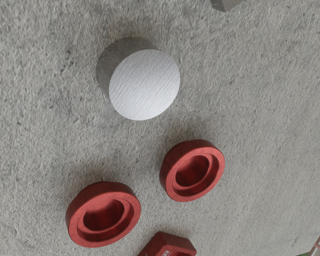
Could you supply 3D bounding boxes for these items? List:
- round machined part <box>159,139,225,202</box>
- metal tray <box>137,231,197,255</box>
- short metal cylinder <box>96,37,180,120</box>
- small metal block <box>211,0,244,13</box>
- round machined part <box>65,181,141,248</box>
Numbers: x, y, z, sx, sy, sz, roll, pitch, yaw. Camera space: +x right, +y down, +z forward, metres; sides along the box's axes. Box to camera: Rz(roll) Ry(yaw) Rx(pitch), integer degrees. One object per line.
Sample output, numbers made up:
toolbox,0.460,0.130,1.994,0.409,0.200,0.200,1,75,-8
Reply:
round machined part,0.043,0.058,0.457,0.099,0.042,0.097,-14,125,-21
metal tray,-0.006,0.251,0.558,0.090,0.030,0.130,31,101,-38
short metal cylinder,-0.025,-0.055,0.344,0.081,0.050,0.079,-14,125,-21
small metal block,0.080,-0.168,0.348,0.050,0.025,0.050,-35,129,-5
round machined part,-0.079,0.112,0.423,0.099,0.042,0.097,-14,125,-21
